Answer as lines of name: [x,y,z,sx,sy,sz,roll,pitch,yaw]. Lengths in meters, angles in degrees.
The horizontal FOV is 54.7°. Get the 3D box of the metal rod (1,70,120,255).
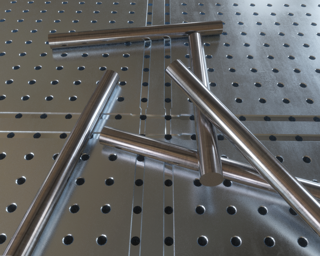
metal rod: [-0.110,0.032,0.378,0.025,0.025,0.300,11,51,9]

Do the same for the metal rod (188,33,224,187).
metal rod: [0.058,-0.050,0.431,0.025,0.025,0.300,1,44,1]

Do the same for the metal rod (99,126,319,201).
metal rod: [0.071,0.046,0.369,0.301,0.025,0.025,15,52,11]

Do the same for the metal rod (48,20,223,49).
metal rod: [-0.039,-0.165,0.545,0.302,0.025,0.025,-7,51,-6]

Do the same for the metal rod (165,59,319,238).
metal rod: [0.109,0.031,0.342,0.025,0.025,0.300,-32,70,-24]
